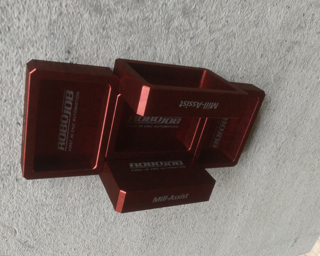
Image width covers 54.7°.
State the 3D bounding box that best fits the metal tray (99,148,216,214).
[{"bbox_3d":[-0.006,0.061,0.400,0.131,0.090,0.030,0,118,-29],"label":"metal tray"}]

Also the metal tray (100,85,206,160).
[{"bbox_3d":[-0.006,-0.007,0.399,0.131,0.030,0.089,1,118,-29],"label":"metal tray"}]

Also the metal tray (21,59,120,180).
[{"bbox_3d":[-0.102,-0.006,0.346,0.091,0.030,0.129,0,118,-29],"label":"metal tray"}]

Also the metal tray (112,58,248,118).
[{"bbox_3d":[0.021,-0.045,0.352,0.131,0.090,0.030,0,119,-29],"label":"metal tray"}]

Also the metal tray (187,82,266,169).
[{"bbox_3d":[0.091,-0.002,0.456,0.091,0.030,0.129,0,118,-29],"label":"metal tray"}]
